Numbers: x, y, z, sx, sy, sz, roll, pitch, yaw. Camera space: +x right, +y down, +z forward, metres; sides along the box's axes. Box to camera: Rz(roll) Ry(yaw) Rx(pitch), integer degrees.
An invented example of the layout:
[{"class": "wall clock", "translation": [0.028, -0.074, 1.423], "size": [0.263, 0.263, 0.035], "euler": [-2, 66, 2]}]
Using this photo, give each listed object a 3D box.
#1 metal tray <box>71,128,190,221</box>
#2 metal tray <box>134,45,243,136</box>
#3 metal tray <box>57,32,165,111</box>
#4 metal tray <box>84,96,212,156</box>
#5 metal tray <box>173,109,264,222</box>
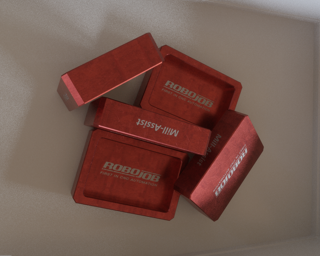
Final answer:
[{"class": "metal tray", "translation": [-0.035, 0.059, 0.393], "size": [0.131, 0.030, 0.090], "euler": [17, 84, -20]}, {"class": "metal tray", "translation": [0.040, -0.043, 0.422], "size": [0.131, 0.030, 0.090], "euler": [22, 83, -19]}, {"class": "metal tray", "translation": [-0.060, -0.054, 0.330], "size": [0.091, 0.130, 0.030], "euler": [-31, 101, -17]}, {"class": "metal tray", "translation": [-0.018, 0.000, 0.367], "size": [0.131, 0.090, 0.030], "euler": [17, 85, -20]}, {"class": "metal tray", "translation": [0.084, 0.051, 0.417], "size": [0.130, 0.030, 0.090], "euler": [-53, 135, -12]}]
